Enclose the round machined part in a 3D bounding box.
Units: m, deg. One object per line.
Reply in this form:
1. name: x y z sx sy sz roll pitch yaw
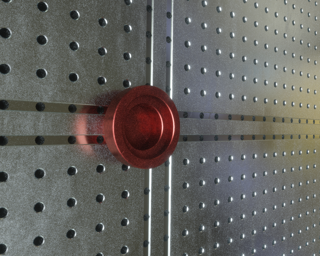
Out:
1. round machined part: -0.025 -0.001 0.376 0.099 0.042 0.097 0 90 -40
